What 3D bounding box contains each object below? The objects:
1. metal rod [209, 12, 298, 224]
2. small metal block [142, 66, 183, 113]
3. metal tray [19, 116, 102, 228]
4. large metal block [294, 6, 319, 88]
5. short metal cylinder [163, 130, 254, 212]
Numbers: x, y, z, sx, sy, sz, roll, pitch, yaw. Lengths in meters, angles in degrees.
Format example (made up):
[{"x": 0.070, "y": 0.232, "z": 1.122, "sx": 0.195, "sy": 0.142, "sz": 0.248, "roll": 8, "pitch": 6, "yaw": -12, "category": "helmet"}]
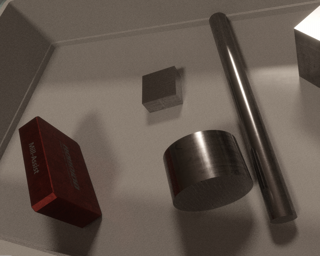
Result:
[{"x": 0.101, "y": -0.037, "z": 0.374, "sx": 0.025, "sy": 0.025, "sz": 0.299, "roll": -19, "pitch": 54, "yaw": 17, "category": "metal rod"}, {"x": 0.003, "y": -0.054, "z": 0.436, "sx": 0.050, "sy": 0.025, "sz": 0.050, "roll": -14, "pitch": 56, "yaw": 20, "category": "small metal block"}, {"x": -0.128, "y": 0.055, "z": 0.395, "sx": 0.030, "sy": 0.090, "sz": 0.130, "roll": -35, "pitch": 52, "yaw": 5, "category": "metal tray"}, {"x": 0.194, "y": -0.093, "z": 0.326, "sx": 0.080, "sy": 0.080, "sz": 0.050, "roll": -41, "pitch": 51, "yaw": 0, "category": "large metal block"}, {"x": 0.047, "y": 0.046, "z": 0.317, "sx": 0.080, "sy": 0.080, "sz": 0.050, "roll": -23, "pitch": 54, "yaw": 14, "category": "short metal cylinder"}]
